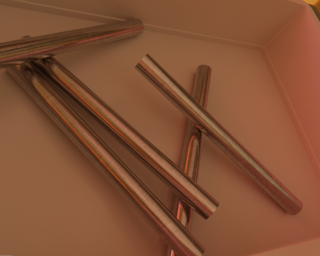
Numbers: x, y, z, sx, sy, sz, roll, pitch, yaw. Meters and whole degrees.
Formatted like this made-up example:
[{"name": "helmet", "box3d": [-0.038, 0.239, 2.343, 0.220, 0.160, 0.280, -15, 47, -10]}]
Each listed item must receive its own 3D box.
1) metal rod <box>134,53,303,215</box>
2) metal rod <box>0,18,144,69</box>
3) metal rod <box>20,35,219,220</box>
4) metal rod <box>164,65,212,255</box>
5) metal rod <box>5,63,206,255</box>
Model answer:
[{"name": "metal rod", "box3d": [0.085, 0.015, 0.416, 0.300, 0.025, 0.025, 43, 50, -10]}, {"name": "metal rod", "box3d": [-0.118, -0.103, 0.373, 0.025, 0.025, 0.302, 49, 41, 6]}, {"name": "metal rod", "box3d": [-0.055, -0.005, 0.362, 0.300, 0.025, 0.025, 41, 50, 7]}, {"name": "metal rod", "box3d": [0.044, 0.025, 0.415, 0.025, 0.025, 0.300, 24, 53, -14]}, {"name": "metal rod", "box3d": [-0.068, 0.026, 0.337, 0.300, 0.025, 0.025, 45, 51, 9]}]
